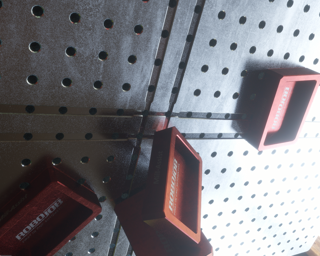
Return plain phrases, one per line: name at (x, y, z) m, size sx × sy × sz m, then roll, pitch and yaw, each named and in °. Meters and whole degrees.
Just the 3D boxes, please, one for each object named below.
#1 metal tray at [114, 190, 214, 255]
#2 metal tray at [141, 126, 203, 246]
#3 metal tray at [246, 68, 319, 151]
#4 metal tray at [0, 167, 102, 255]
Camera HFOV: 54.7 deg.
metal tray at (0.002, 0.144, 0.433) m, size 0.091 × 0.130 × 0.030 m, roll -28°, pitch 140°, yaw -11°
metal tray at (0.021, 0.074, 0.405) m, size 0.030 × 0.130 × 0.090 m, roll -17°, pitch 134°, yaw 28°
metal tray at (0.199, -0.030, 0.500) m, size 0.091 × 0.030 × 0.129 m, roll -7°, pitch 122°, yaw -25°
metal tray at (-0.153, 0.121, 0.400) m, size 0.130 × 0.030 × 0.090 m, roll -42°, pitch 130°, yaw 0°
